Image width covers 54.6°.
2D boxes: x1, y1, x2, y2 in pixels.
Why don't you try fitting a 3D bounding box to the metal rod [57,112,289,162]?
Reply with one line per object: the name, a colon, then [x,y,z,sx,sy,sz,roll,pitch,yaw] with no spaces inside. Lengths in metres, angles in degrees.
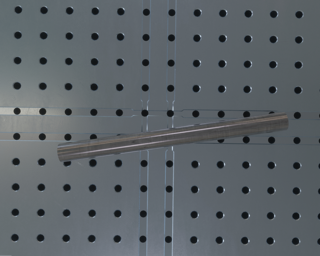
metal rod: [0.017,0.012,0.413,0.302,0.025,0.025,-8,90,0]
